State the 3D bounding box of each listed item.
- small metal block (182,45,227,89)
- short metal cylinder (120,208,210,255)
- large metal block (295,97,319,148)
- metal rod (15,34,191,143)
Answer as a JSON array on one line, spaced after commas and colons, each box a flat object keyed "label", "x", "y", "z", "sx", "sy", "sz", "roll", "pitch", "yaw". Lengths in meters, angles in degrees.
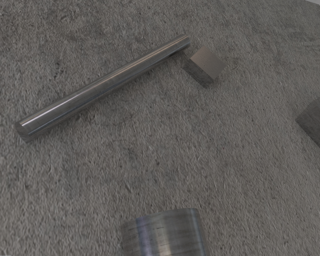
[{"label": "small metal block", "x": 0.073, "y": -0.099, "z": 0.503, "sx": 0.050, "sy": 0.025, "sz": 0.050, "roll": 42, "pitch": 51, "yaw": 0}, {"label": "short metal cylinder", "x": 0.005, "y": 0.114, "z": 0.302, "sx": 0.081, "sy": 0.080, "sz": 0.050, "roll": 1, "pitch": 62, "yaw": -28}, {"label": "large metal block", "x": 0.305, "y": -0.013, "z": 0.560, "sx": 0.081, "sy": 0.050, "sz": 0.080, "roll": -34, "pitch": 81, "yaw": -38}, {"label": "metal rod", "x": -0.052, "y": -0.069, "z": 0.417, "sx": 0.025, "sy": 0.025, "sz": 0.302, "roll": 47, "pitch": 51, "yaw": 5}]
